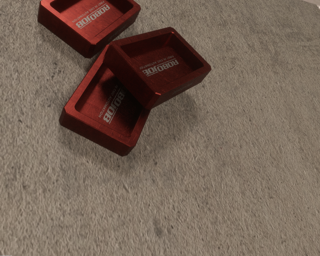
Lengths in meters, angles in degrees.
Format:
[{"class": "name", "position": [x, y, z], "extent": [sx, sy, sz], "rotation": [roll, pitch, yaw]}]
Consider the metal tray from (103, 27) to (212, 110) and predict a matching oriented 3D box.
[{"class": "metal tray", "position": [0.001, -0.085, 0.414], "extent": [0.090, 0.030, 0.131], "rotation": [48, 44, 10]}]

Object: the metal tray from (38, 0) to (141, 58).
[{"class": "metal tray", "position": [-0.098, -0.168, 0.450], "extent": [0.090, 0.030, 0.130], "rotation": [38, 51, -3]}]

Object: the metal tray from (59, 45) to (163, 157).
[{"class": "metal tray", "position": [-0.056, -0.039, 0.395], "extent": [0.090, 0.030, 0.130], "rotation": [29, 52, -10]}]
